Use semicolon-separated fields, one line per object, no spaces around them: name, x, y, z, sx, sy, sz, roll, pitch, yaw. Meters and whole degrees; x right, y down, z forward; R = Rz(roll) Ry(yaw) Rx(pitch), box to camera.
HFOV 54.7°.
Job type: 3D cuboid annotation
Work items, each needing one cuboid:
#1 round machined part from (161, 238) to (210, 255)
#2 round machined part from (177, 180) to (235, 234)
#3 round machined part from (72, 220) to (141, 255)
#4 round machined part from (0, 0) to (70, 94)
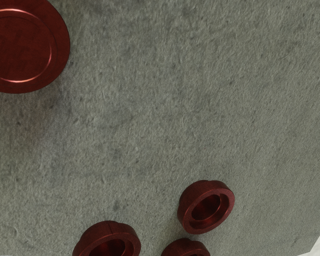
round machined part;0.040;0.243;0.571;0.099;0.042;0.097;-14;125;-21
round machined part;0.071;0.126;0.515;0.099;0.042;0.097;-14;125;-21
round machined part;-0.082;0.178;0.463;0.099;0.042;0.097;-14;125;-21
round machined part;-0.131;-0.075;0.278;0.099;0.042;0.097;-14;125;-21
